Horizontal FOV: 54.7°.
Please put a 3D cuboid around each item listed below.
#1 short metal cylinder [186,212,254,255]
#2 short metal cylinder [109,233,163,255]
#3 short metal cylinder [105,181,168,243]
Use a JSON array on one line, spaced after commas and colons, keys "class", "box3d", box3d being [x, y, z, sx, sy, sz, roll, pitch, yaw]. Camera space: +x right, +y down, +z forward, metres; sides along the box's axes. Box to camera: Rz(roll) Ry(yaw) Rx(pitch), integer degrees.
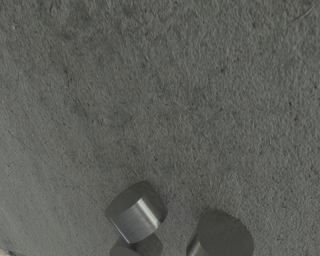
[{"class": "short metal cylinder", "box3d": [0.082, 0.165, 0.430, 0.080, 0.080, 0.050, 26, 128, 12]}, {"class": "short metal cylinder", "box3d": [-0.042, 0.220, 0.549, 0.080, 0.050, 0.079, 13, 124, 21]}, {"class": "short metal cylinder", "box3d": [-0.035, 0.125, 0.467, 0.080, 0.080, 0.050, -25, 105, 37]}]
